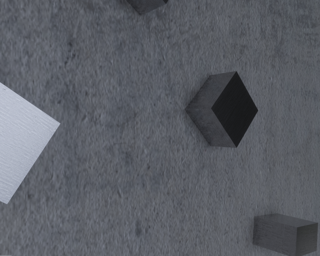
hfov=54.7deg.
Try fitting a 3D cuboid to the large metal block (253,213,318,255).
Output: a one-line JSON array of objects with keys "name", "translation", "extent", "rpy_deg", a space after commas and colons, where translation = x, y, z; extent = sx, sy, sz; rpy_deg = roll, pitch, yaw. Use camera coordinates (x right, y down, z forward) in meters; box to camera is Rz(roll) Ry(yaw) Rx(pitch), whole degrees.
[{"name": "large metal block", "translation": [0.229, 0.192, 0.565], "extent": [0.081, 0.080, 0.050], "rpy_deg": [8, 85, -40]}]

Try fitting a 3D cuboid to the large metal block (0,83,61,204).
[{"name": "large metal block", "translation": [-0.149, 0.007, 0.264], "extent": [0.080, 0.050, 0.080], "rpy_deg": [41, 65, -33]}]

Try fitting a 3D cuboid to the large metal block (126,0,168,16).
[{"name": "large metal block", "translation": [-0.018, -0.200, 0.374], "extent": [0.080, 0.050, 0.080], "rpy_deg": [40, 66, -33]}]

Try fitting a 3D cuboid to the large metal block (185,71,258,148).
[{"name": "large metal block", "translation": [0.096, -0.027, 0.471], "extent": [0.080, 0.050, 0.080], "rpy_deg": [52, 59, -28]}]
